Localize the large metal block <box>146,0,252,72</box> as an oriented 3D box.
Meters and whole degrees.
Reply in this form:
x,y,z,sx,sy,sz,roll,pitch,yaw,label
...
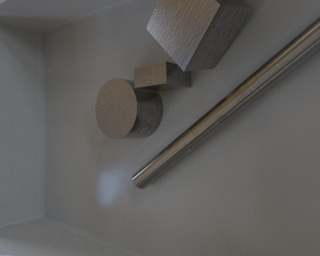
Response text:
x,y,z,sx,sy,sz,roll,pitch,yaw,label
0.039,-0.121,0.345,0.080,0.050,0.079,54,136,26,large metal block

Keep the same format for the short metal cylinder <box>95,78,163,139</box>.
x,y,z,sx,sy,sz,roll,pitch,yaw,label
-0.043,-0.026,0.424,0.080,0.050,0.079,0,90,39,short metal cylinder

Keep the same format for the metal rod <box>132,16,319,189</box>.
x,y,z,sx,sy,sz,roll,pitch,yaw,label
0.067,-0.013,0.350,0.299,0.025,0.025,-42,65,31,metal rod

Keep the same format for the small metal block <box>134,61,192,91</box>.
x,y,z,sx,sy,sz,roll,pitch,yaw,label
0.004,-0.062,0.386,0.050,0.050,0.025,-2,89,39,small metal block

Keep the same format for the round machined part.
x,y,z,sx,sy,sz,roll,pitch,yaw,label
-0.290,0.159,0.634,0.098,0.042,0.097,0,90,39,round machined part
